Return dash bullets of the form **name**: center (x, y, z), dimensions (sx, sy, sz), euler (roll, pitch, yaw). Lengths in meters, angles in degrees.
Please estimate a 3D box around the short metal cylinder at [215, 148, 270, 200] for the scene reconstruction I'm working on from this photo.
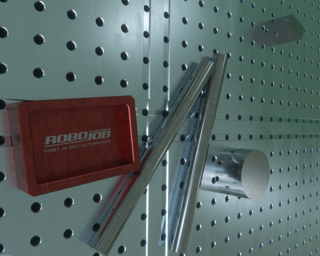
- **short metal cylinder**: center (0.137, 0.074, 0.511), dimensions (0.081, 0.050, 0.079), euler (0, 90, -40)

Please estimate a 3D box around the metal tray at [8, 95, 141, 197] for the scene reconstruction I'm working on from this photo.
- **metal tray**: center (-0.085, 0.013, 0.335), dimensions (0.131, 0.030, 0.089), euler (-8, 96, -40)

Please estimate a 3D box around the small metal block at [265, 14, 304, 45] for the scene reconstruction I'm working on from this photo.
- **small metal block**: center (0.241, -0.189, 0.598), dimensions (0.050, 0.050, 0.025), euler (24, 75, -38)

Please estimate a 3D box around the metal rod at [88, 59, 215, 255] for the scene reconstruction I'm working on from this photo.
- **metal rod**: center (0.001, 0.022, 0.411), dimensions (0.025, 0.025, 0.300), euler (46, 62, -31)

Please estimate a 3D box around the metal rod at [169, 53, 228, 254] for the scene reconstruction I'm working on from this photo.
- **metal rod**: center (0.060, 0.030, 0.461), dimensions (0.025, 0.025, 0.299), euler (23, 75, -38)
